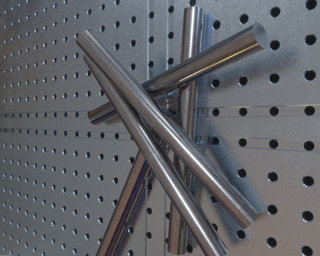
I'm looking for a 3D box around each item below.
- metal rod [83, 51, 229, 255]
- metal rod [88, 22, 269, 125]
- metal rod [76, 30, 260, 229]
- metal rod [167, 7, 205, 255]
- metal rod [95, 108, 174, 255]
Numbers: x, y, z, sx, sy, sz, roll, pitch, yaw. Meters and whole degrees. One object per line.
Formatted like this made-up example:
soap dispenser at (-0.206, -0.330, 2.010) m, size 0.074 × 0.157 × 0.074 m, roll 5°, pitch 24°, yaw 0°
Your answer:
metal rod at (-0.014, 0.021, 0.380) m, size 0.025 × 0.025 × 0.299 m, roll -44°, pitch 71°, yaw 31°
metal rod at (-0.006, -0.050, 0.388) m, size 0.299 × 0.025 × 0.025 m, roll -19°, pitch 78°, yaw 47°
metal rod at (0.000, -0.008, 0.366) m, size 0.300 × 0.025 × 0.025 m, roll 48°, pitch 119°, yaw 13°
metal rod at (0.032, 0.006, 0.384) m, size 0.025 × 0.025 × 0.298 m, roll 6°, pitch 94°, yaw 40°
metal rod at (-0.049, 0.108, 0.450) m, size 0.025 × 0.025 × 0.298 m, roll 36°, pitch 112°, yaw 34°
